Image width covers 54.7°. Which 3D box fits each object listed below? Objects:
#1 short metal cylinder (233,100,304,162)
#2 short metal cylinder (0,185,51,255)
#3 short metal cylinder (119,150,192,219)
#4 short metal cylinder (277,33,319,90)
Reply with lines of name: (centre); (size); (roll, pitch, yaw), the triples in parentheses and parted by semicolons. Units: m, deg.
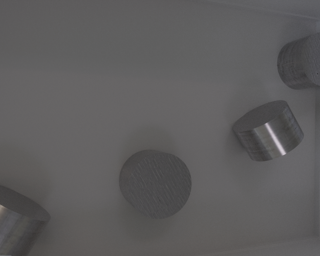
short metal cylinder: (0.152, 0.003, 0.437); (0.080, 0.080, 0.050); (-36, 102, -16)
short metal cylinder: (-0.164, 0.098, 0.321); (0.080, 0.080, 0.050); (33, 79, -17)
short metal cylinder: (-0.007, 0.069, 0.395); (0.081, 0.050, 0.080); (0, 90, -20)
short metal cylinder: (0.233, -0.102, 0.483); (0.081, 0.050, 0.080); (0, 90, -20)
